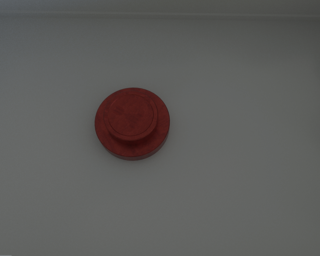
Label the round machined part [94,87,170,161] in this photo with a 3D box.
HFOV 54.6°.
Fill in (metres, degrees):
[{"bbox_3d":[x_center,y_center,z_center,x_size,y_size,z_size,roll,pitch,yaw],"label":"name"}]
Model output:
[{"bbox_3d":[-0.036,-0.010,0.404,0.099,0.042,0.098,0,70,0],"label":"round machined part"}]
